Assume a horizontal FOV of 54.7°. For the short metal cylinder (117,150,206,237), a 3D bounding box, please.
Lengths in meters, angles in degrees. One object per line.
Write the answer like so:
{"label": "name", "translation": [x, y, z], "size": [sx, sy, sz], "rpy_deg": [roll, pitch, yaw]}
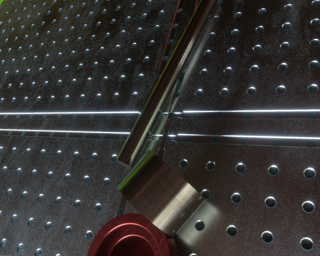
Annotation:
{"label": "short metal cylinder", "translation": [0.001, 0.068, 0.330], "size": [0.050, 0.080, 0.080], "rpy_deg": [-48, 52, -6]}

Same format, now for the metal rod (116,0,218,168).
{"label": "metal rod", "translation": [0.017, -0.080, 0.447], "size": [0.025, 0.025, 0.300], "rpy_deg": [14, 69, 33]}

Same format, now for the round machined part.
{"label": "round machined part", "translation": [-0.025, 0.142, 0.321], "size": [0.098, 0.042, 0.098], "rpy_deg": [-13, 58, 22]}
